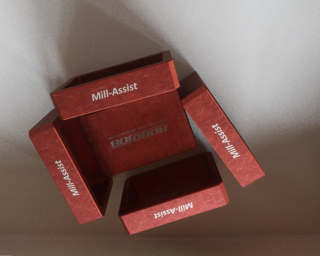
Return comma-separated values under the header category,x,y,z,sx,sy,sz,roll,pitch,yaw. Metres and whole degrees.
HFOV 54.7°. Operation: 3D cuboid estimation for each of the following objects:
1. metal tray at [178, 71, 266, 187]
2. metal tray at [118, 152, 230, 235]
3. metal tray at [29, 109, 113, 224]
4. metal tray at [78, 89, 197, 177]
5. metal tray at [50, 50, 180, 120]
category,x,y,z,sx,sy,sz,roll,pitch,yaw
metal tray,0.071,-0.001,0.376,0.030,0.090,0.130,-34,107,12
metal tray,0.016,0.081,0.405,0.131,0.090,0.030,-19,109,6
metal tray,-0.104,0.041,0.388,0.030,0.090,0.129,-20,109,7
metal tray,-0.027,0.002,0.406,0.131,0.030,0.090,-19,109,6
metal tray,-0.047,-0.052,0.354,0.131,0.090,0.030,-15,110,5
